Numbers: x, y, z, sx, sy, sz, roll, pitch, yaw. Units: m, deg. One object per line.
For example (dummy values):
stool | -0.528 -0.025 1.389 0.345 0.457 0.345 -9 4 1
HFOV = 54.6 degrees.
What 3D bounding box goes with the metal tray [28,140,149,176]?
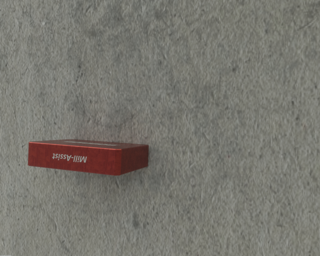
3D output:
metal tray | -0.091 0.035 0.407 0.130 0.090 0.030 3 91 20
